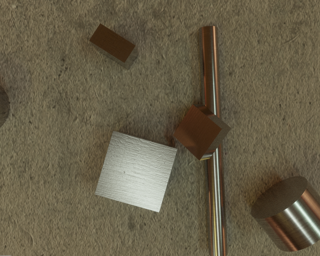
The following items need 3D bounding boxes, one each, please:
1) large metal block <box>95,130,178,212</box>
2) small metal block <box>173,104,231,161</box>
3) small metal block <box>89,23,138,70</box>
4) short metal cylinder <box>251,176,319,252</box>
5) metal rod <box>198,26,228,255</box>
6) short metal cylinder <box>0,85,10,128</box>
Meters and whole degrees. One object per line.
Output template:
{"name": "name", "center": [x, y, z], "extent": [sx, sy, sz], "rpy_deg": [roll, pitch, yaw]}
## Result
{"name": "large metal block", "center": [-0.029, 0.052, 0.397], "extent": [0.080, 0.050, 0.080], "rpy_deg": [16, 90, -1]}
{"name": "small metal block", "center": [0.052, 0.005, 0.391], "extent": [0.050, 0.025, 0.050], "rpy_deg": [44, 117, 28]}
{"name": "small metal block", "center": [-0.057, -0.102, 0.397], "extent": [0.050, 0.050, 0.025], "rpy_deg": [32, 90, -1]}
{"name": "short metal cylinder", "center": [0.162, 0.105, 0.385], "extent": [0.080, 0.080, 0.050], "rpy_deg": [-38, 90, 0]}
{"name": "metal rod", "center": [0.070, 0.018, 0.410], "extent": [0.025, 0.025, 0.298], "rpy_deg": [-3, 90, -1]}
{"name": "short metal cylinder", "center": [-0.244, -0.029, 0.394], "extent": [0.081, 0.050, 0.079], "rpy_deg": [0, 90, -1]}
